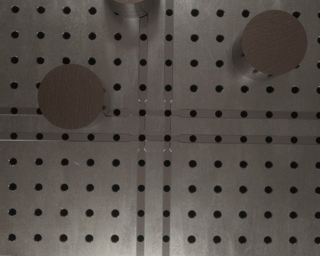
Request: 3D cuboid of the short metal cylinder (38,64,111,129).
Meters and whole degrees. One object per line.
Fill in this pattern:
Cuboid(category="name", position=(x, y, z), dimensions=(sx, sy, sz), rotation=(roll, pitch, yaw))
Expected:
Cuboid(category="short metal cylinder", position=(-0.108, -0.038, 0.399), dimensions=(0.081, 0.050, 0.079), rotation=(0, 90, -1))

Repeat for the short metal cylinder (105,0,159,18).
Cuboid(category="short metal cylinder", position=(-0.038, -0.191, 0.400), dimensions=(0.081, 0.050, 0.079), rotation=(0, 90, -1))

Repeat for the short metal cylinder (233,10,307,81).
Cuboid(category="short metal cylinder", position=(0.140, -0.105, 0.403), dimensions=(0.081, 0.050, 0.079), rotation=(0, 90, -1))
